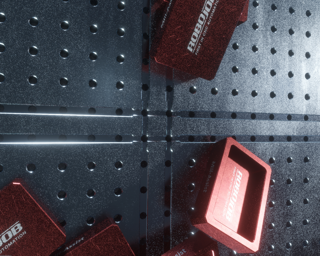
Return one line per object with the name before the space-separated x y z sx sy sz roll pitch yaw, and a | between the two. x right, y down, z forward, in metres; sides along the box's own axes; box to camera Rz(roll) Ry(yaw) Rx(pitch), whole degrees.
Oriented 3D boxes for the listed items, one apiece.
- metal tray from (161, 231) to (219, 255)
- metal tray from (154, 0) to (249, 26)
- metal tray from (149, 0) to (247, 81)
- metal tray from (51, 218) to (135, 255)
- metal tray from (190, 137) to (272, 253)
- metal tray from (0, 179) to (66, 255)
metal tray | 0.021 0.203 0.395 0.131 0.030 0.090 -23 113 -28
metal tray | 0.062 -0.200 0.432 0.131 0.030 0.090 7 88 -20
metal tray | 0.050 -0.137 0.402 0.091 0.030 0.129 15 106 -22
metal tray | -0.092 0.184 0.376 0.131 0.030 0.090 -30 100 -18
metal tray | 0.101 0.088 0.419 0.090 0.030 0.130 35 55 -17
metal tray | -0.184 0.131 0.342 0.130 0.030 0.090 -38 102 -16
